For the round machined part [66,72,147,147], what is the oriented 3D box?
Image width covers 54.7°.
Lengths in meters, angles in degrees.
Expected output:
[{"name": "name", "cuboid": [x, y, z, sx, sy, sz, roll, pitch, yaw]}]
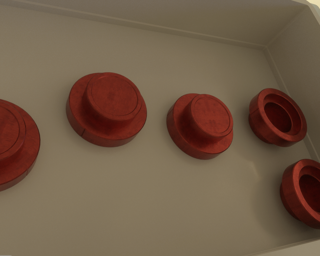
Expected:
[{"name": "round machined part", "cuboid": [-0.061, -0.029, 0.379, 0.099, 0.042, 0.098, 14, 56, -21]}]

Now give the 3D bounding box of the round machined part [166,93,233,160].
[{"name": "round machined part", "cuboid": [0.062, -0.009, 0.433, 0.099, 0.042, 0.098, 14, 56, -21]}]

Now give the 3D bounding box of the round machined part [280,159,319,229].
[{"name": "round machined part", "cuboid": [0.216, 0.098, 0.451, 0.099, 0.042, 0.098, 14, 56, -21]}]

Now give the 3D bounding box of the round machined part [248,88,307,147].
[{"name": "round machined part", "cuboid": [0.184, -0.013, 0.501, 0.099, 0.042, 0.098, 14, 56, -21]}]

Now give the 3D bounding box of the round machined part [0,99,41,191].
[{"name": "round machined part", "cuboid": [-0.167, 0.011, 0.298, 0.099, 0.042, 0.098, 14, 56, -21]}]
